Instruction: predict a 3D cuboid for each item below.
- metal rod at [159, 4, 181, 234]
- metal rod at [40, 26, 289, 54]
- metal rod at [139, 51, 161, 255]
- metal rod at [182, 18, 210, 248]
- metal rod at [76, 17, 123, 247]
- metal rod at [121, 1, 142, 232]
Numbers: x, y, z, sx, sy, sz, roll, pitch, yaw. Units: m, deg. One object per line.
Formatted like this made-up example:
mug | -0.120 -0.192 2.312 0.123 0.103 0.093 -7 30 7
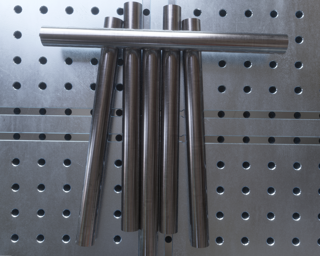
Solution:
metal rod | 0.014 -0.011 0.415 0.025 0.025 0.298 1 90 0
metal rod | 0.006 -0.110 0.388 0.302 0.025 0.025 2 90 0
metal rod | -0.013 0.041 0.413 0.025 0.025 0.298 1 90 0
metal rod | 0.047 0.007 0.414 0.025 0.025 0.298 -2 90 0
metal rod | -0.080 0.005 0.412 0.025 0.025 0.298 7 90 0
metal rod | -0.038 -0.015 0.413 0.025 0.025 0.298 1 90 0
